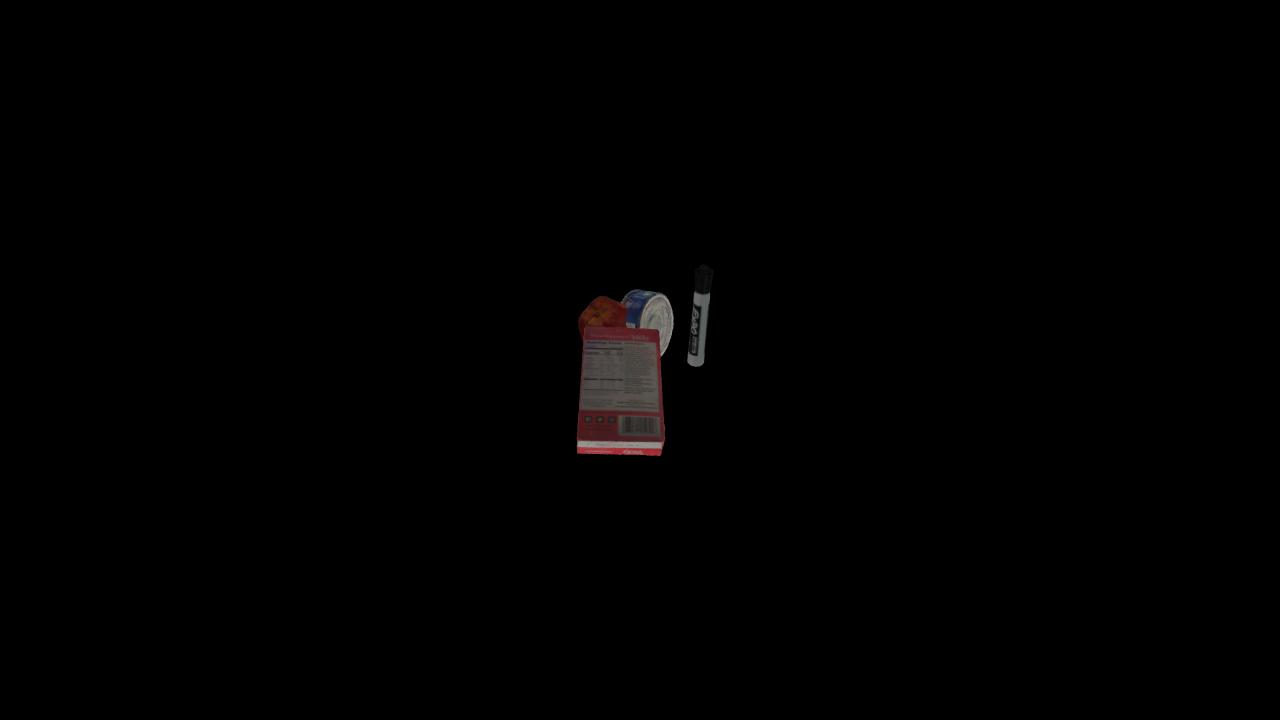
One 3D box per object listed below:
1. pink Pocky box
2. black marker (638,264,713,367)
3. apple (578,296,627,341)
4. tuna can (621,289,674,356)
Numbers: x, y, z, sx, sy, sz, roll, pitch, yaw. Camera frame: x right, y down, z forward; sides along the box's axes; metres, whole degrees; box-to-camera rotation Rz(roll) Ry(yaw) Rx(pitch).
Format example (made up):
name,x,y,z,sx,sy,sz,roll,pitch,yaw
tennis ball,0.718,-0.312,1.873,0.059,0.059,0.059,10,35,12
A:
name,x,y,z,sx,sy,sz,roll,pitch,yaw
pink Pocky box,-0.020,0.028,0.635,0.084,0.155,0.029,2,-43,-4
black marker,0.063,-0.045,0.647,0.020,0.121,0.020,1,38,-1
apple,-0.034,-0.032,0.723,0.079,0.079,0.093,0,-22,16
tuna can,0.006,-0.040,0.723,0.034,0.084,0.084,10,5,31
